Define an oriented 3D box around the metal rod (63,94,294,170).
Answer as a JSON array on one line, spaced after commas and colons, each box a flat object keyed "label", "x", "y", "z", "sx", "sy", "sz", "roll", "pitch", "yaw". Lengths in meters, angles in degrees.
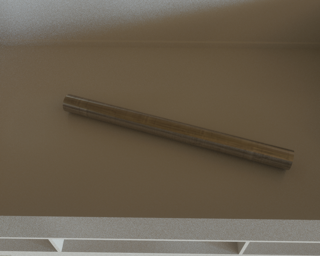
[{"label": "metal rod", "x": 0.014, "y": 0.002, "z": 0.402, "sx": 0.301, "sy": 0.025, "sz": 0.025, "roll": 15, "pitch": 52, "yaw": 12}]
